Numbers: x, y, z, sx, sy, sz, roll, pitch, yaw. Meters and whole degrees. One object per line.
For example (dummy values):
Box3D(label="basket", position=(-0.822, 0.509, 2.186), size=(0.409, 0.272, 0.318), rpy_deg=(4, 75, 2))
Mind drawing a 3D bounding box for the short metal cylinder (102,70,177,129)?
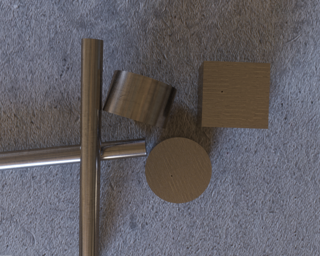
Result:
Box3D(label="short metal cylinder", position=(-0.025, -0.034, 0.382), size=(0.080, 0.080, 0.050), rpy_deg=(17, 90, 0))

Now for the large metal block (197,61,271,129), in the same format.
Box3D(label="large metal block", position=(0.092, -0.040, 0.398), size=(0.081, 0.050, 0.079), rpy_deg=(2, 90, 0))

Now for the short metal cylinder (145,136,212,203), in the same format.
Box3D(label="short metal cylinder", position=(0.022, 0.051, 0.398), size=(0.081, 0.050, 0.079), rpy_deg=(0, 90, 0))

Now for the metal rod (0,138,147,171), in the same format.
Box3D(label="metal rod", position=(-0.169, 0.040, 0.408), size=(0.302, 0.025, 0.025), rpy_deg=(-6, 90, 0))

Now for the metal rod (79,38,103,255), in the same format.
Box3D(label="metal rod", position=(-0.087, 0.044, 0.384), size=(0.025, 0.025, 0.298), rpy_deg=(3, 100, 0))
